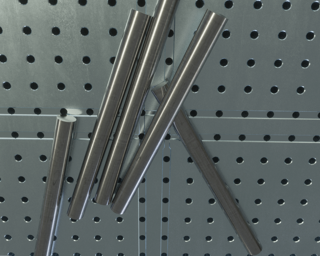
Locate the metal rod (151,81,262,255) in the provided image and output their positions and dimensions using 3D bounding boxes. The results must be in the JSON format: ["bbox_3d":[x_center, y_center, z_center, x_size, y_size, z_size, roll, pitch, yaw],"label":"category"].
[{"bbox_3d":[0.074,0.068,0.439,0.025,0.025,0.299,-28,108,9],"label":"metal rod"}]

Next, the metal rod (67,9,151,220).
[{"bbox_3d":[-0.074,-0.004,0.410,0.025,0.025,0.298,19,109,-7],"label":"metal rod"}]

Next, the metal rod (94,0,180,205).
[{"bbox_3d":[-0.034,-0.028,0.402,0.025,0.025,0.298,18,109,-7],"label":"metal rod"}]

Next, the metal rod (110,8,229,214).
[{"bbox_3d":[-0.001,-0.001,0.389,0.025,0.025,0.298,23,117,-9],"label":"metal rod"}]

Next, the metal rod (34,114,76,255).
[{"bbox_3d":[-0.162,0.122,0.456,0.025,0.025,0.298,14,109,-6],"label":"metal rod"}]
